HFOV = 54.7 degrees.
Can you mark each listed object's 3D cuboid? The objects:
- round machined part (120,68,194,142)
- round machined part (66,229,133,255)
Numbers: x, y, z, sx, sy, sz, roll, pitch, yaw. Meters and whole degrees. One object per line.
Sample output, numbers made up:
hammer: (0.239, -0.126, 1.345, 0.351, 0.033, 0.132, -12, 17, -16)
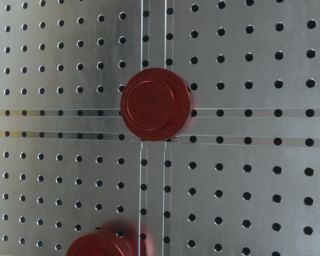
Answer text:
round machined part: (-0.009, -0.031, 0.406, 0.098, 0.042, 0.097, 0, 90, 19)
round machined part: (-0.079, 0.190, 0.430, 0.098, 0.042, 0.097, 0, 90, 19)
